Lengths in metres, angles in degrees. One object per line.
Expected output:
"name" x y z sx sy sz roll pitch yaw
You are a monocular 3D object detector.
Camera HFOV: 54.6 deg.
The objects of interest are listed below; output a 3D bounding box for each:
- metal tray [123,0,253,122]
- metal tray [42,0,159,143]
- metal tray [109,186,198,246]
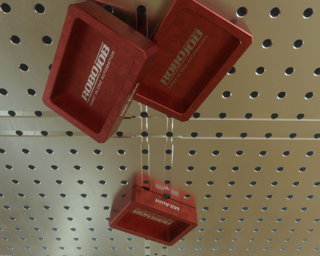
"metal tray" 0.025 -0.074 0.345 0.090 0.030 0.129 24 126 -19
"metal tray" -0.070 -0.055 0.337 0.090 0.030 0.129 35 126 4
"metal tray" -0.011 0.157 0.541 0.131 0.030 0.090 25 126 -20
